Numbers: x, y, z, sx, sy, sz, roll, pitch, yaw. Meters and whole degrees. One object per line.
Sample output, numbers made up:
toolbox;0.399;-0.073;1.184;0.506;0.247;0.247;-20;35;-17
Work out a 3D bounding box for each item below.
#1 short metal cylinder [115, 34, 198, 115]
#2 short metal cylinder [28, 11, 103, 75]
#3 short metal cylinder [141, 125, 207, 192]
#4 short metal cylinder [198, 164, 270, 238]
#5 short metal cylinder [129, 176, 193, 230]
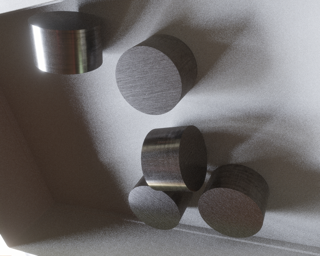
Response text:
short metal cylinder;-0.003;-0.062;0.356;0.080;0.050;0.079;13;124;21
short metal cylinder;-0.109;-0.103;0.367;0.080;0.080;0.050;18;125;18
short metal cylinder;0.020;0.038;0.386;0.050;0.080;0.080;-6;116;31
short metal cylinder;0.096;0.093;0.400;0.080;0.050;0.079;13;124;21
short metal cylinder;0.001;0.101;0.455;0.080;0.050;0.079;13;124;21
